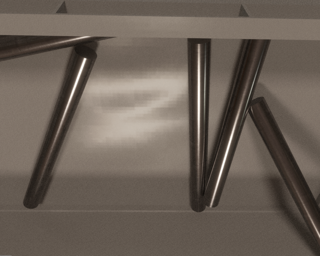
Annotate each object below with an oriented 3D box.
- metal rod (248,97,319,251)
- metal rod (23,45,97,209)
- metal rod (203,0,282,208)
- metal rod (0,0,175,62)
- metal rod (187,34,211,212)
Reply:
[{"bbox_3d":[0.192,0.093,0.416,0.025,0.025,0.299,-26,102,20],"label":"metal rod"},{"bbox_3d":[-0.146,0.020,0.423,0.025,0.025,0.298,20,127,-17],"label":"metal rod"},{"bbox_3d":[0.093,-0.005,0.393,0.025,0.025,0.298,4,127,-4],"label":"metal rod"},{"bbox_3d":[-0.135,-0.091,0.329,0.301,0.025,0.025,-10,130,7],"label":"metal rod"},{"bbox_3d":[0.053,0.018,0.425,0.025,0.025,0.298,-4,130,2],"label":"metal rod"}]
